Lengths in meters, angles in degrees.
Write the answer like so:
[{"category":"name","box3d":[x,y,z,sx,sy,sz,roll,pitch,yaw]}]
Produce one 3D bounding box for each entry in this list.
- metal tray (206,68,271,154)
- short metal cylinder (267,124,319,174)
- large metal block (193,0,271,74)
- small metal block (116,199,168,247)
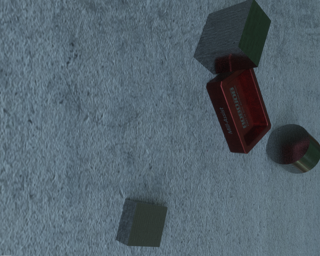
[{"category":"metal tray","box3d":[0.134,-0.034,0.512,0.091,0.030,0.129,-38,113,-33]},{"category":"short metal cylinder","box3d":[0.248,0.039,0.577,0.050,0.080,0.080,31,71,-36]},{"category":"large metal block","box3d":[0.106,-0.131,0.457,0.050,0.080,0.080,32,70,-36]},{"category":"small metal block","box3d":[-0.022,0.119,0.387,0.050,0.025,0.050,20,77,-38]}]
